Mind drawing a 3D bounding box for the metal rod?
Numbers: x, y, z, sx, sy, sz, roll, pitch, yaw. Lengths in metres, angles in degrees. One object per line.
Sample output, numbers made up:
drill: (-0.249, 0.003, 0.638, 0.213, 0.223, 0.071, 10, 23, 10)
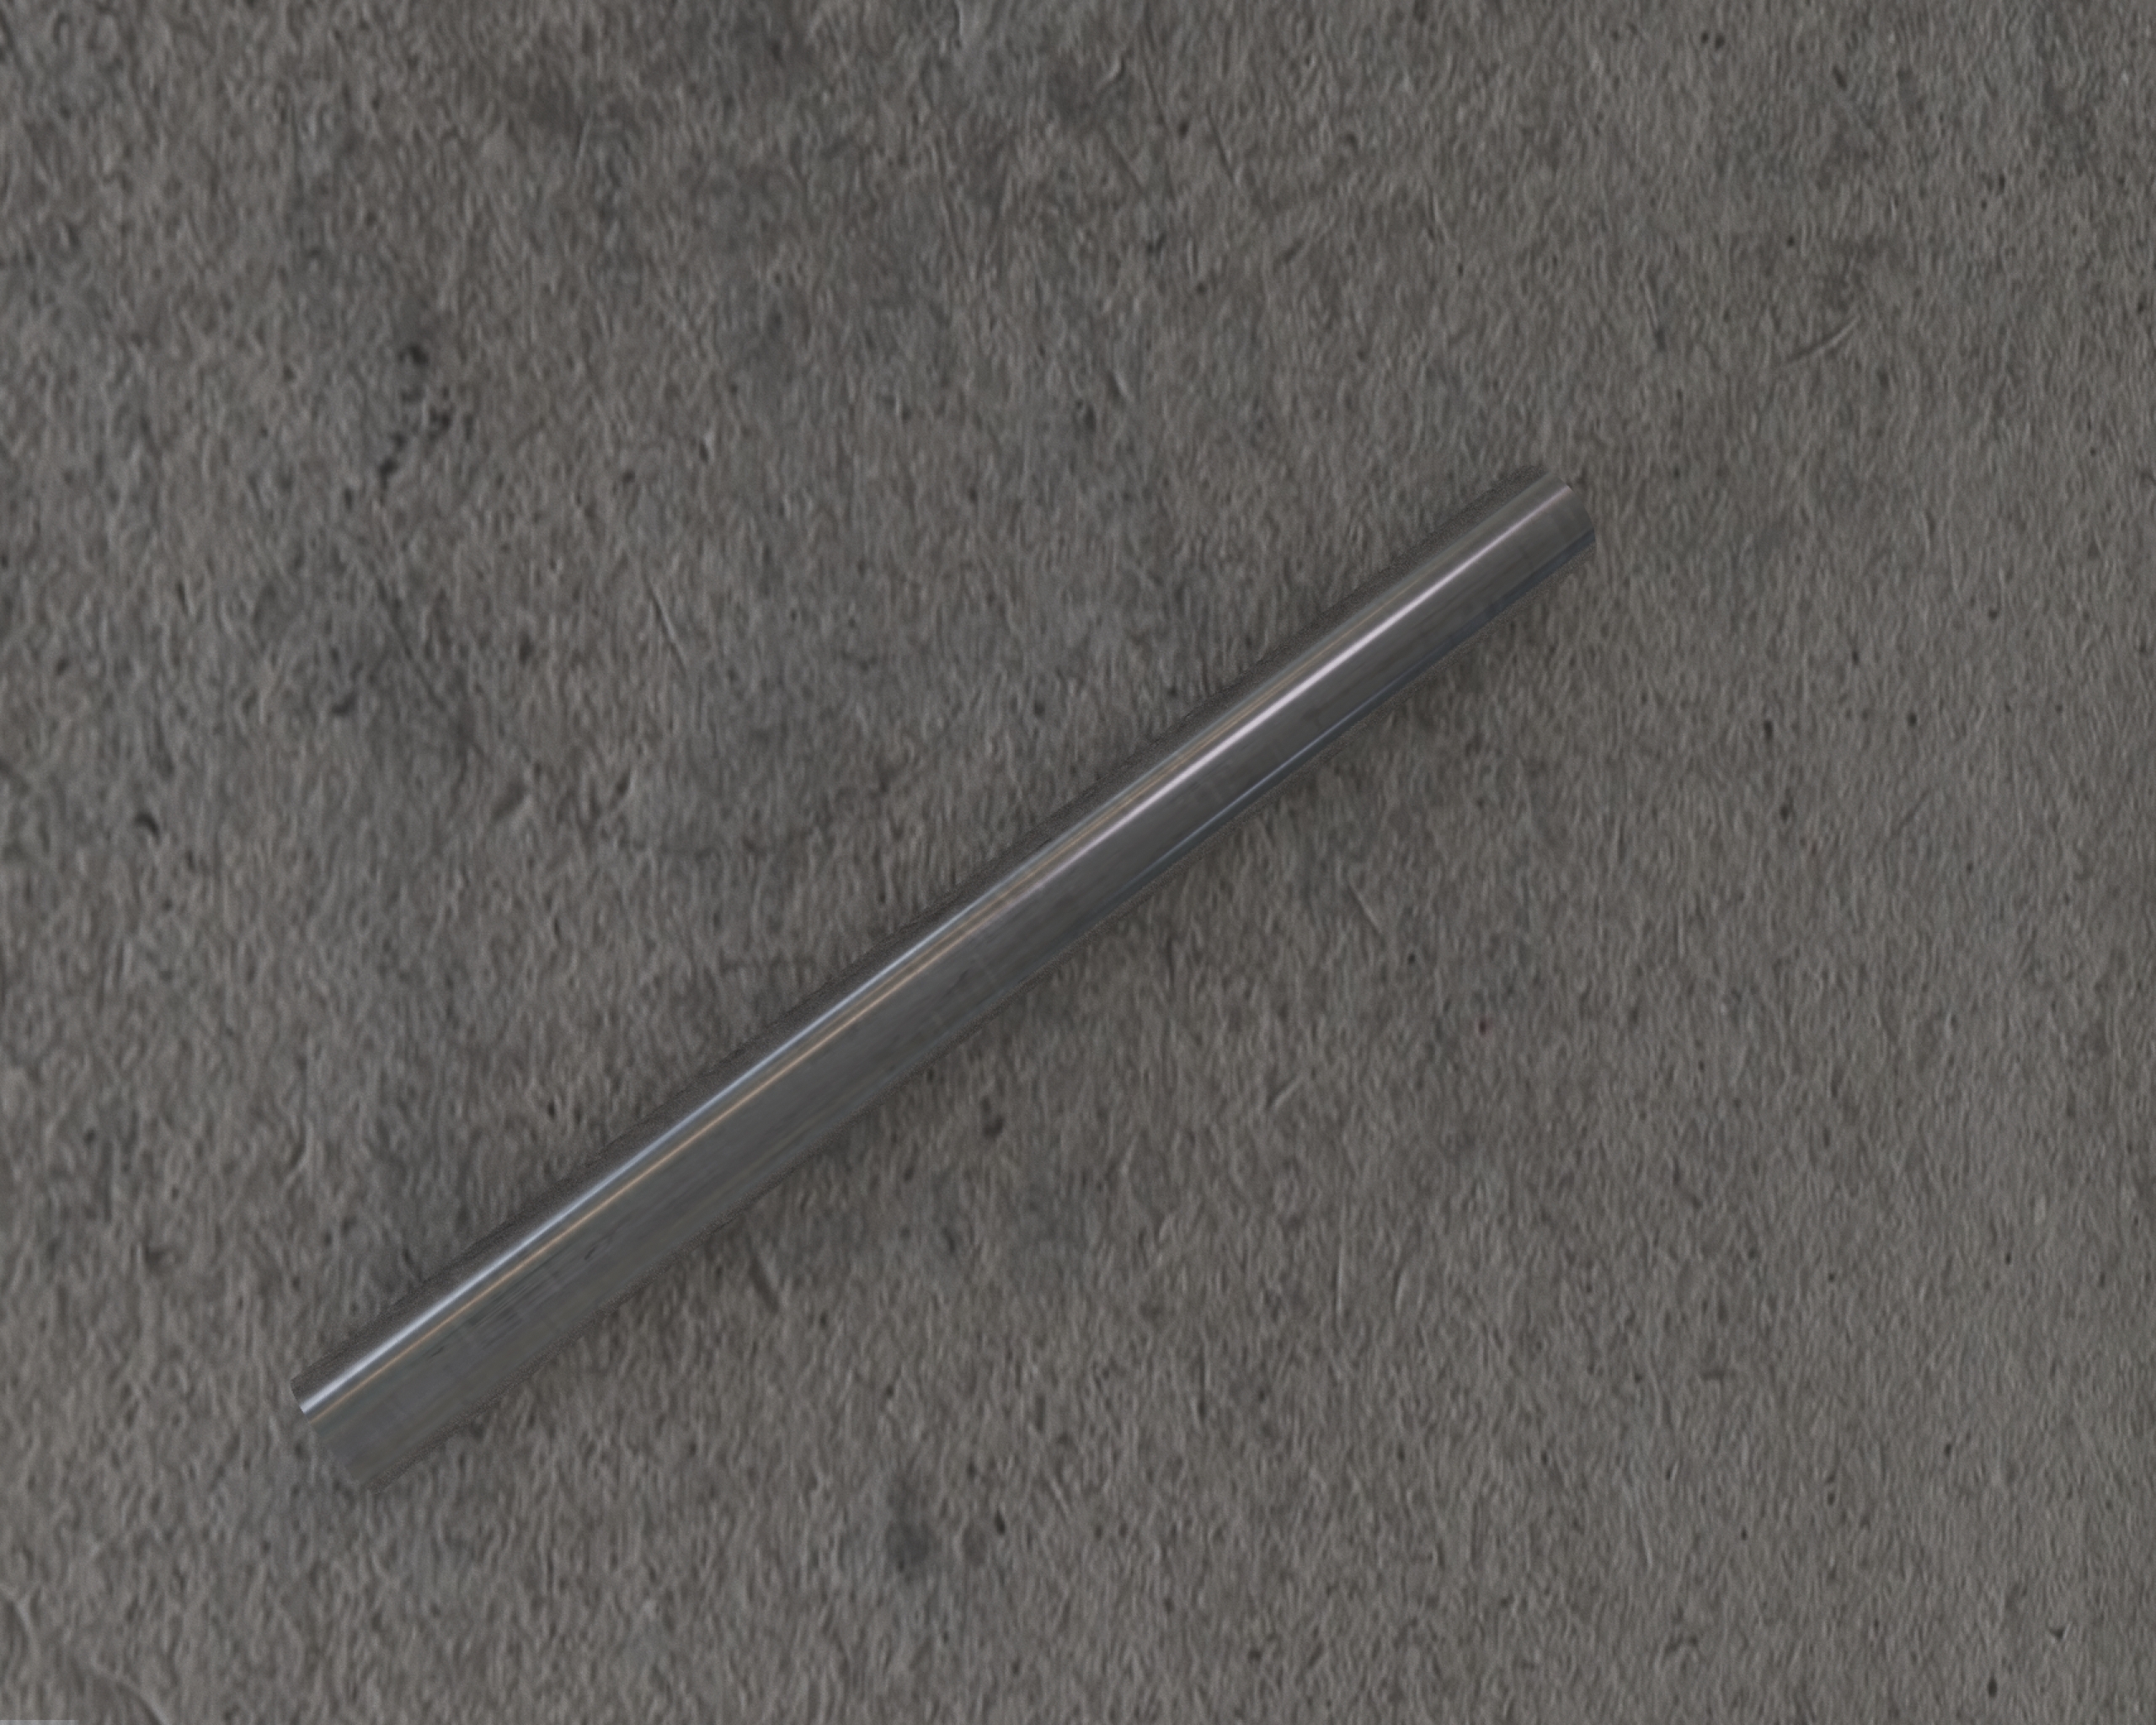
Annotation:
metal rod: (-0.014, 0.013, 0.405, 0.301, 0.025, 0.025, -37, 102, -16)
